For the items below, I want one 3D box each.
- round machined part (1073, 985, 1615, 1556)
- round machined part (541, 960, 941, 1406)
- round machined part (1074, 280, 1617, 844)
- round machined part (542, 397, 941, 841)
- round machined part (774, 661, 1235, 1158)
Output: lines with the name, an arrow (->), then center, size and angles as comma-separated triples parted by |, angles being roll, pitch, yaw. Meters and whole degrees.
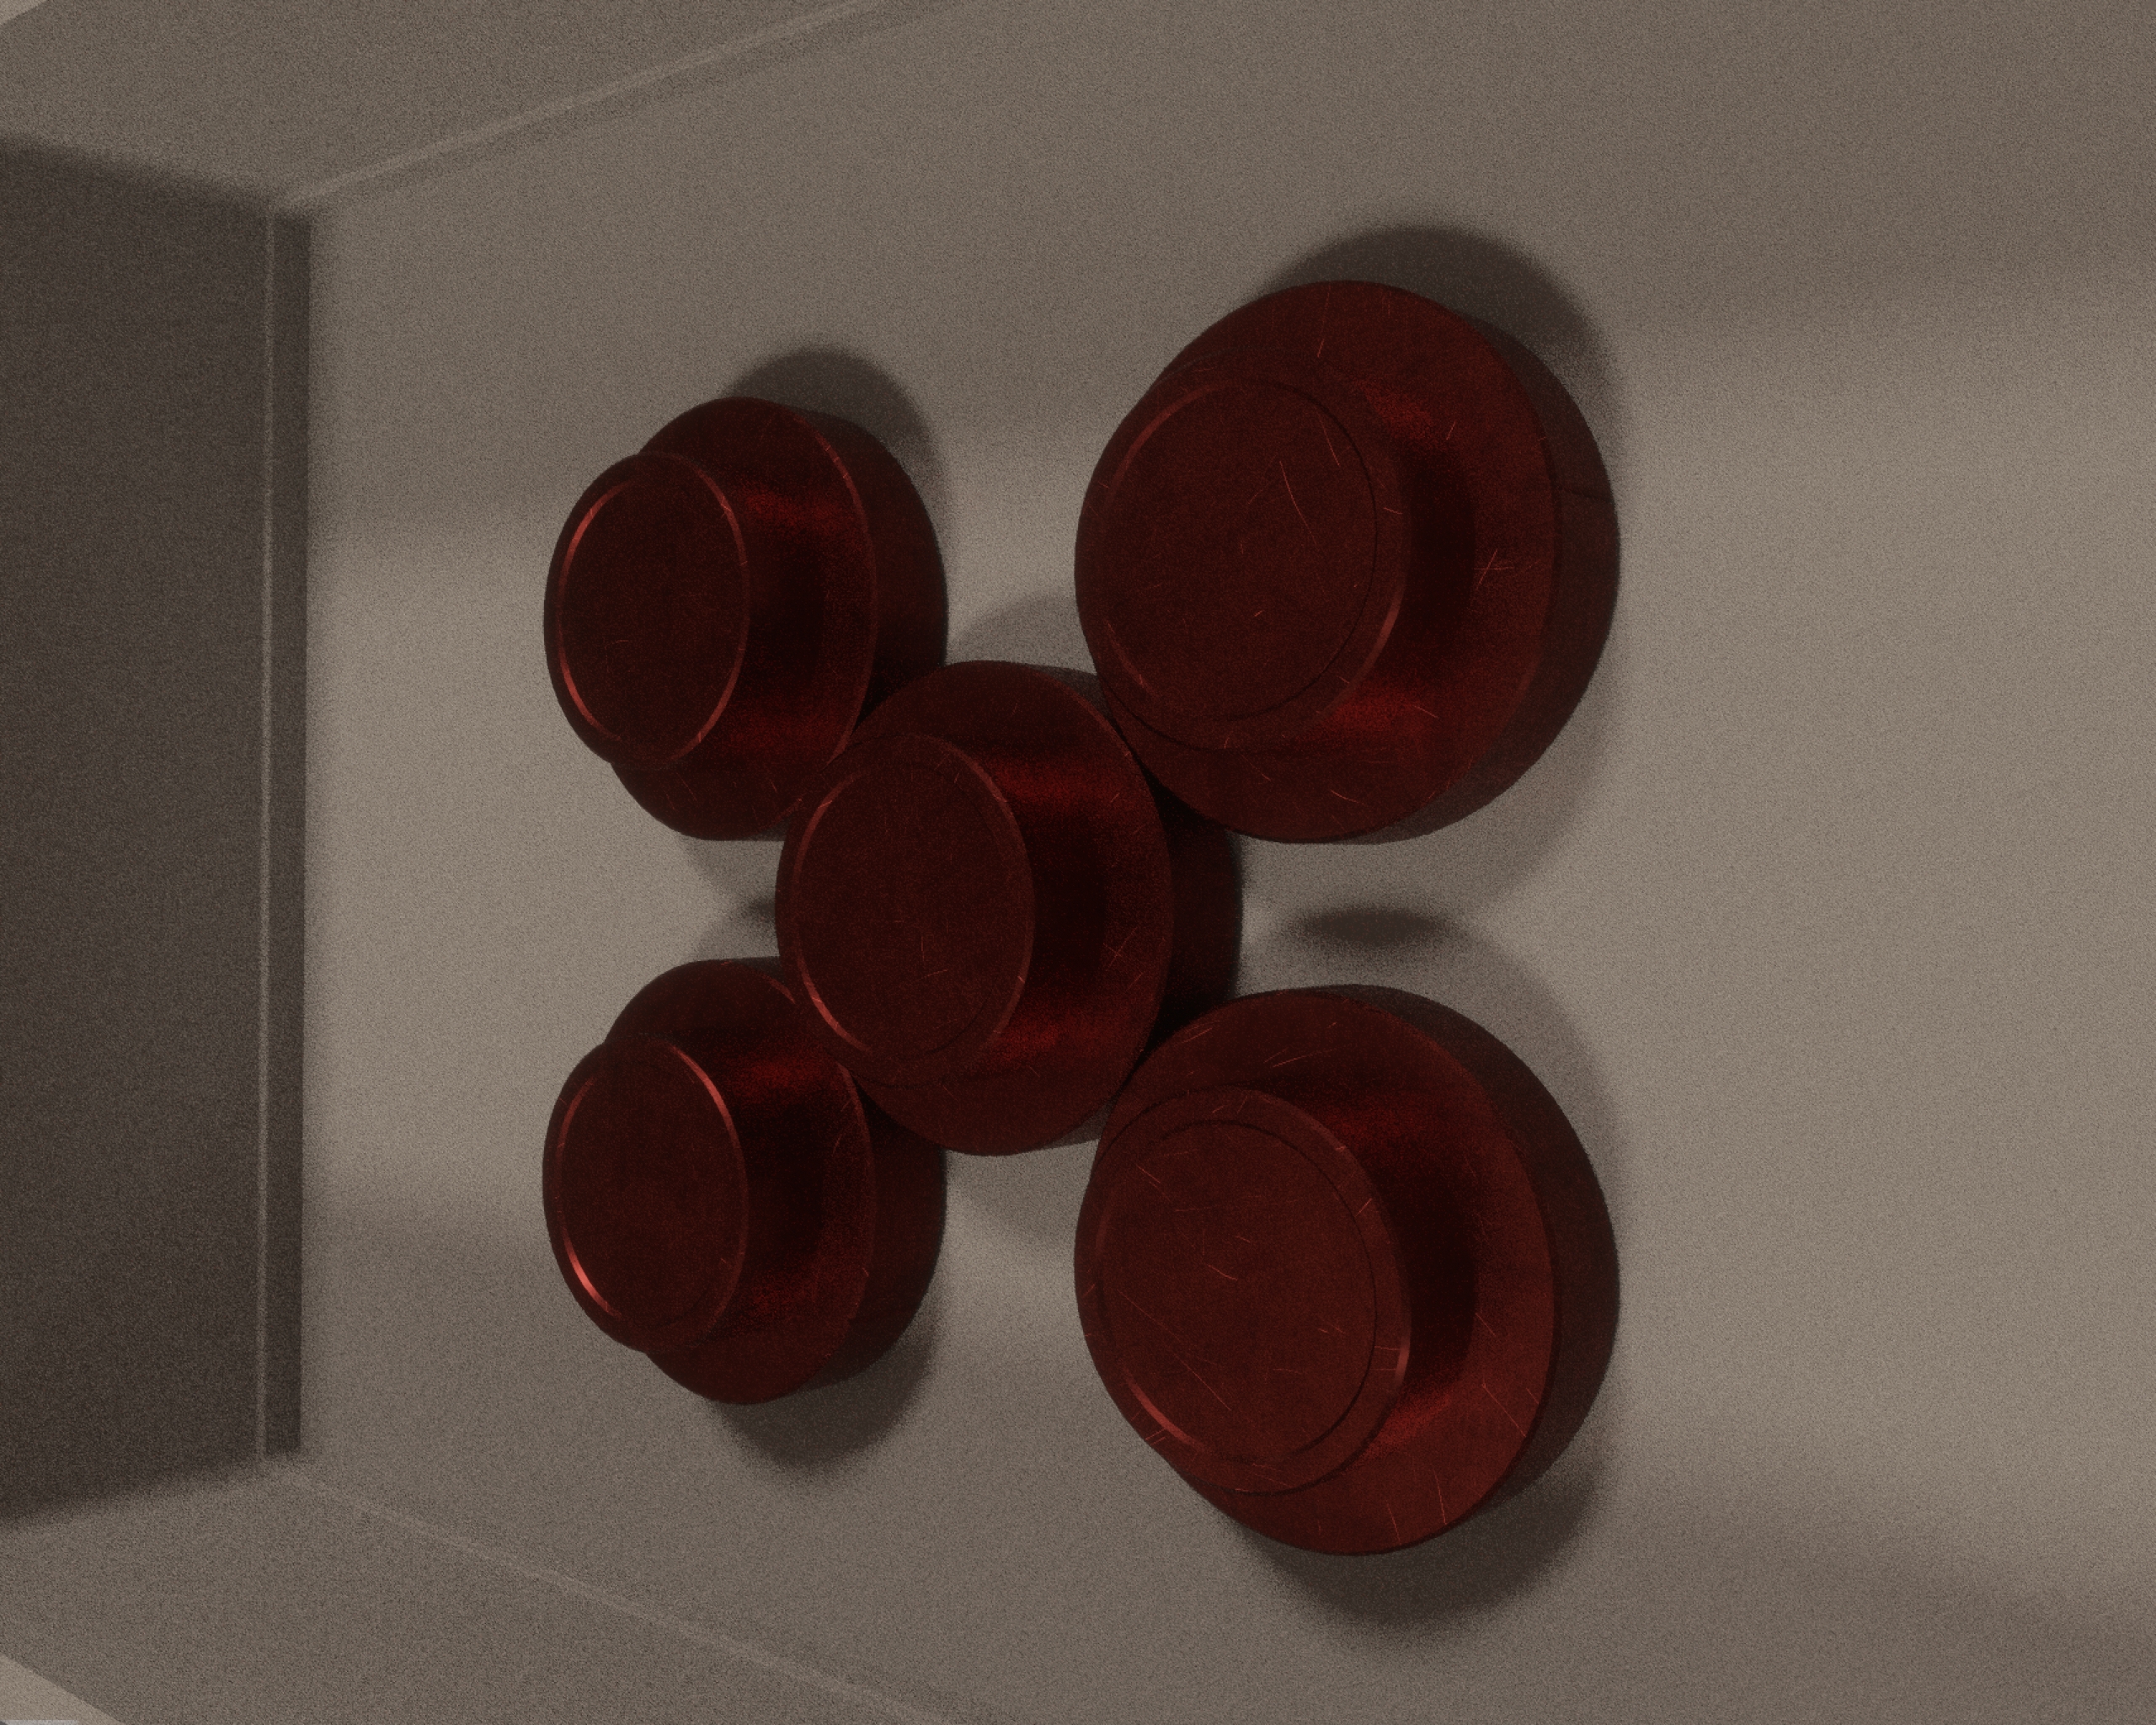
round machined part -> 0.038, 0.071, 0.361 | 0.098, 0.042, 0.097 | 0, 90, 39
round machined part -> -0.080, 0.070, 0.457 | 0.098, 0.042, 0.097 | 0, 90, 39
round machined part -> 0.038, -0.052, 0.361 | 0.098, 0.042, 0.097 | 0, 90, 39
round machined part -> -0.080, -0.053, 0.457 | 0.098, 0.042, 0.097 | 0, 90, 39
round machined part -> -0.021, 0.009, 0.409 | 0.098, 0.042, 0.097 | 0, 90, 39
